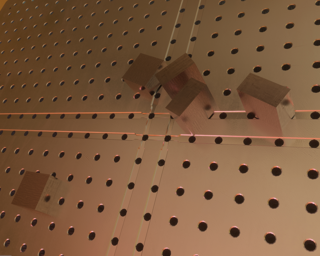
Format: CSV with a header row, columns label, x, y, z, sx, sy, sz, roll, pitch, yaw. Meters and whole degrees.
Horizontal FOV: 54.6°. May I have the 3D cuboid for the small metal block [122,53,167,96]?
label,x,y,z,sx,sy,sz,roll,pitch,yaw
small metal block,-0.021,-0.082,0.470,0.050,0.025,0.050,26,76,37

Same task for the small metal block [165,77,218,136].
label,x,y,z,sx,sy,sz,roll,pitch,yaw
small metal block,0.041,-0.026,0.387,0.025,0.050,0.050,34,81,38

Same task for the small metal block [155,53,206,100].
label,x,y,z,sx,sy,sz,roll,pitch,yaw
small metal block,0.029,-0.064,0.417,0.050,0.050,0.025,-35,51,5

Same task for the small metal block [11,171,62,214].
label,x,y,z,sx,sy,sz,roll,pitch,yaw
small metal block,-0.177,0.092,0.446,0.050,0.025,0.050,2,63,29

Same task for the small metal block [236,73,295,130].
label,x,y,z,sx,sy,sz,roll,pitch,yaw
small metal block,0.119,-0.030,0.348,0.050,0.050,0.025,35,82,38
